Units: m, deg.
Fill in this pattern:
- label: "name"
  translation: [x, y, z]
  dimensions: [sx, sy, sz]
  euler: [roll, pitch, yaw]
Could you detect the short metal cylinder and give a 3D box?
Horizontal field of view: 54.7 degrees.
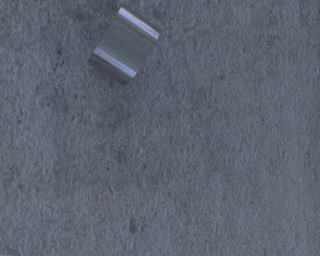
- label: "short metal cylinder"
  translation: [-0.043, -0.096, 0.364]
  dimensions: [0.050, 0.080, 0.080]
  euler: [32, 80, -18]
